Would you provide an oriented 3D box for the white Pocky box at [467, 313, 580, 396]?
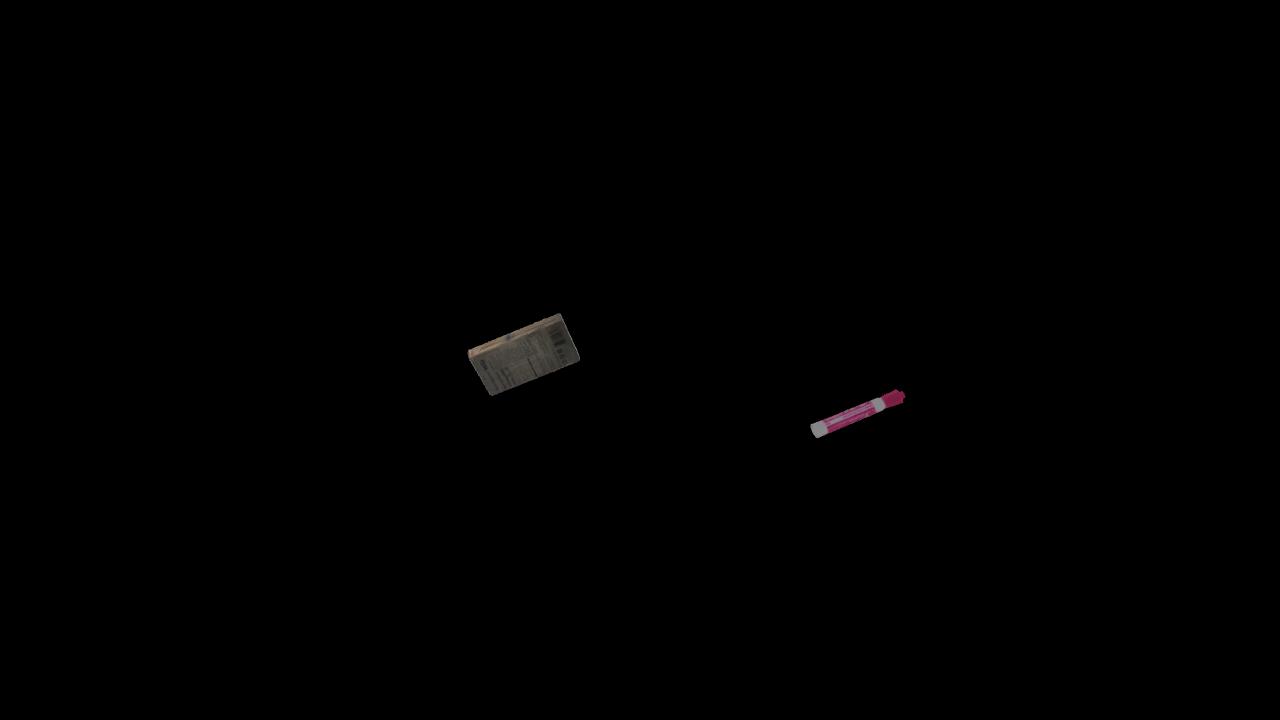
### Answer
[{"bbox_3d":[-0.179,-0.007,0.958,0.154,0.084,0.028,-22,37,-3],"label":"white Pocky box"}]

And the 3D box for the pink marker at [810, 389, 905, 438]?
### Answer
[{"bbox_3d":[0.272,0.066,0.765,0.121,0.020,0.020,-23,0,1],"label":"pink marker"}]
